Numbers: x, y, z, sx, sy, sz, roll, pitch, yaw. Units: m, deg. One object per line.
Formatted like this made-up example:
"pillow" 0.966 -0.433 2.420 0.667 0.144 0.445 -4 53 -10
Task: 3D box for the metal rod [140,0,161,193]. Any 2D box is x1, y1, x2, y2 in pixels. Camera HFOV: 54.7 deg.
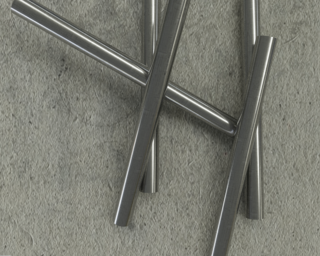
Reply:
"metal rod" -0.012 -0.066 0.409 0.025 0.025 0.298 1 90 -1

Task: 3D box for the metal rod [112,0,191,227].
"metal rod" -0.013 -0.015 0.369 0.025 0.025 0.298 15 106 -1

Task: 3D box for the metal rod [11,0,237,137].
"metal rod" -0.030 -0.069 0.378 0.301 0.025 0.025 28 90 -13

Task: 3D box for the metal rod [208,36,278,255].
"metal rod" 0.102 0.036 0.394 0.025 0.025 0.298 11 97 -1

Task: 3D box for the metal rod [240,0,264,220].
"metal rod" 0.122 -0.031 0.411 0.025 0.025 0.298 -1 90 -1
